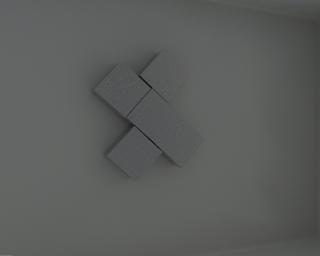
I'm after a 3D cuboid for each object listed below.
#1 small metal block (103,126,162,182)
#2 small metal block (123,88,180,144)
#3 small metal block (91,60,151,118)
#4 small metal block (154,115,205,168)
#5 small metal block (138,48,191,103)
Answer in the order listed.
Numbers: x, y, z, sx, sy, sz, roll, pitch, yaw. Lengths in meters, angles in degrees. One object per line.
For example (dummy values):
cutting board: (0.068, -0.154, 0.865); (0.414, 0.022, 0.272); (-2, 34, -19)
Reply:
small metal block: (-0.035, 0.032, 0.396); (0.050, 0.025, 0.050); (45, 77, -15)
small metal block: (-0.012, -0.015, 0.403); (0.050, 0.025, 0.050); (43, 76, -15)
small metal block: (-0.049, -0.048, 0.390); (0.050, 0.025, 0.050); (43, 76, -15)
small metal block: (0.023, 0.018, 0.416); (0.050, 0.025, 0.050); (43, 76, -15)
small metal block: (0.004, -0.067, 0.409); (0.050, 0.025, 0.050); (43, 75, -15)
